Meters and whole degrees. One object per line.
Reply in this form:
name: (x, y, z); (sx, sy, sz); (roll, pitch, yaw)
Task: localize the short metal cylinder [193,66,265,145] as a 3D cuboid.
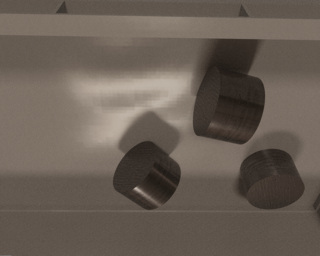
short metal cylinder: (0.075, -0.025, 0.353); (0.050, 0.080, 0.079); (12, 129, -11)

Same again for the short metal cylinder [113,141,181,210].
short metal cylinder: (-0.018, 0.065, 0.428); (0.080, 0.080, 0.050); (-33, 123, 25)

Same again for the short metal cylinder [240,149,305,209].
short metal cylinder: (0.165, 0.077, 0.461); (0.081, 0.050, 0.079); (0, 130, 0)
